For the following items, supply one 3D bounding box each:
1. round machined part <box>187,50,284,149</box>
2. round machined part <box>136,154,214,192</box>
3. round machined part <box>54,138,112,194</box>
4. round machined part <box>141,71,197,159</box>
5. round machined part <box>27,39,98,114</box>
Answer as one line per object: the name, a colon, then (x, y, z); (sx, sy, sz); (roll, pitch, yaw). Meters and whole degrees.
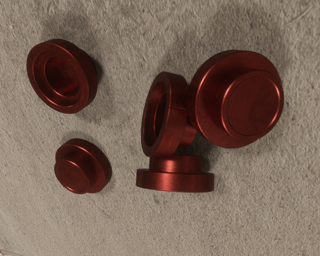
round machined part: (0.079, -0.025, 0.302); (0.042, 0.099, 0.097); (40, 151, 64)
round machined part: (0.020, 0.055, 0.394); (0.098, 0.098, 0.042); (1, 84, 27)
round machined part: (-0.132, 0.069, 0.506); (0.098, 0.042, 0.097); (13, 124, 20)
round machined part: (0.013, -0.012, 0.355); (0.042, 0.098, 0.097); (10, 130, -18)
round machined part: (-0.125, -0.071, 0.415); (0.098, 0.042, 0.097); (13, 124, 20)
